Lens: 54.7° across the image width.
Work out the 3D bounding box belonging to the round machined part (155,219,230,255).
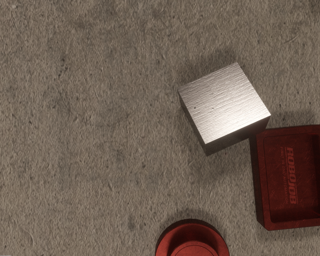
[{"bbox_3d":[0.042,0.173,0.402,0.099,0.042,0.097,0,90,-1],"label":"round machined part"}]

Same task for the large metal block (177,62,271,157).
[{"bbox_3d":[0.076,-0.022,0.384,0.080,0.050,0.080,-24,66,-1],"label":"large metal block"}]

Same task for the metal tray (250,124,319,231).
[{"bbox_3d":[0.172,0.063,0.409,0.091,0.030,0.129,-5,90,-1],"label":"metal tray"}]
